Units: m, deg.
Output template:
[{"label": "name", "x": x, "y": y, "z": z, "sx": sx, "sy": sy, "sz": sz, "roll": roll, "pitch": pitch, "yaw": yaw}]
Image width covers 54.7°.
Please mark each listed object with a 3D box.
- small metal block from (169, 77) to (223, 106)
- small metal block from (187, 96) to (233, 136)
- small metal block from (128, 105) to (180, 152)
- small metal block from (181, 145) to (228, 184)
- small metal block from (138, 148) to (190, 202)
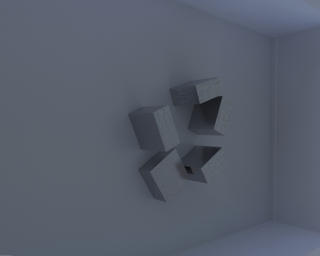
[{"label": "small metal block", "x": 0.051, "y": -0.051, "z": 0.432, "sx": 0.050, "sy": 0.050, "sz": 0.025, "roll": -24, "pitch": 106, "yaw": -37}, {"label": "small metal block", "x": 0.073, "y": -0.017, "z": 0.451, "sx": 0.025, "sy": 0.050, "sz": 0.050, "roll": 28, "pitch": 73, "yaw": -37}, {"label": "small metal block", "x": -0.008, "y": 0.000, "z": 0.384, "sx": 0.025, "sy": 0.050, "sz": 0.050, "roll": -30, "pitch": 109, "yaw": -36}, {"label": "small metal block", "x": 0.059, "y": 0.050, "z": 0.439, "sx": 0.050, "sy": 0.050, "sz": 0.025, "roll": -38, "pitch": 114, "yaw": -33}, {"label": "small metal block", "x": 0.006, "y": 0.061, "z": 0.412, "sx": 0.050, "sy": 0.025, "sz": 0.050, "roll": -40, "pitch": 115, "yaw": -33}]
